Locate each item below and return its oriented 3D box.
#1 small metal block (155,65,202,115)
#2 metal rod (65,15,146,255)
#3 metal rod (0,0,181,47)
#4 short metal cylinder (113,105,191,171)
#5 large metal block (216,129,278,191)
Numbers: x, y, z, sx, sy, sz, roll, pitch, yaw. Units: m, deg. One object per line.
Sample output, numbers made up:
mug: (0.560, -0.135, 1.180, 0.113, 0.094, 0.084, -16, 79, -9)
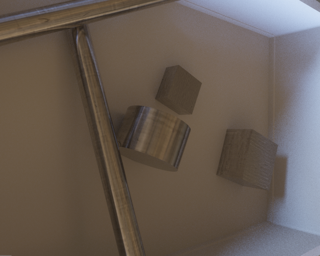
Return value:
small metal block: (0.027, -0.052, 0.431, 0.050, 0.025, 0.050, 30, 71, -36)
metal rod: (-0.053, 0.027, 0.317, 0.025, 0.025, 0.298, -10, 82, -40)
metal rod: (-0.086, -0.112, 0.304, 0.302, 0.025, 0.025, -27, 107, -29)
short metal cylinder: (-0.010, 0.014, 0.365, 0.080, 0.080, 0.050, 31, 71, -36)
large metal block: (0.147, 0.053, 0.517, 0.080, 0.050, 0.080, 26, 74, -37)
